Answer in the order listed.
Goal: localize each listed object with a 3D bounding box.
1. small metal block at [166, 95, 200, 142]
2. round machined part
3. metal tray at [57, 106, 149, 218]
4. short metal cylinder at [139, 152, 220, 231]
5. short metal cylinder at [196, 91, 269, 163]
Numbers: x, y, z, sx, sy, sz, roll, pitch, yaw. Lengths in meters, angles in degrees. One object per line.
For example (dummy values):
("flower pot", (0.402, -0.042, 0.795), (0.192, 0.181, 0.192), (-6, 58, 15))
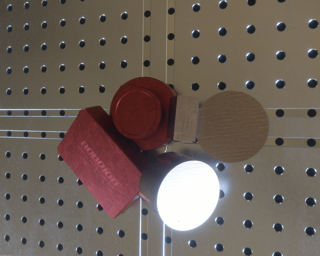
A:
("small metal block", (0.026, -0.011, 0.367), (0.025, 0.050, 0.050), (5, 91, -8))
("round machined part", (-0.023, -0.019, 0.407), (0.098, 0.042, 0.097), (0, 90, 19))
("metal tray", (-0.074, 0.045, 0.420), (0.130, 0.030, 0.090), (47, 119, 13))
("short metal cylinder", (0.022, 0.072, 0.365), (0.050, 0.081, 0.079), (16, 97, 63))
("short metal cylinder", (0.086, -0.001, 0.365), (0.080, 0.050, 0.079), (0, 90, 20))
